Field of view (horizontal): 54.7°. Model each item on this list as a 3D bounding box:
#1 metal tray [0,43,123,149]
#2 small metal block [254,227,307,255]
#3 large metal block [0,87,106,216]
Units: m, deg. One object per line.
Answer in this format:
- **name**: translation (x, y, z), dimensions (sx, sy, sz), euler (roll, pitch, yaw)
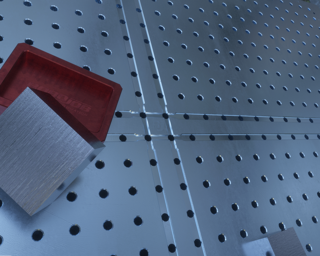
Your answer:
- **metal tray**: translation (-0.118, -0.035, 0.362), dimensions (0.131, 0.030, 0.090), euler (23, 53, -15)
- **small metal block**: translation (0.156, 0.160, 0.394), dimensions (0.050, 0.025, 0.050), euler (-6, 65, -31)
- **large metal block**: translation (-0.113, 0.020, 0.294), dimensions (0.080, 0.050, 0.080), euler (43, 90, 1)
